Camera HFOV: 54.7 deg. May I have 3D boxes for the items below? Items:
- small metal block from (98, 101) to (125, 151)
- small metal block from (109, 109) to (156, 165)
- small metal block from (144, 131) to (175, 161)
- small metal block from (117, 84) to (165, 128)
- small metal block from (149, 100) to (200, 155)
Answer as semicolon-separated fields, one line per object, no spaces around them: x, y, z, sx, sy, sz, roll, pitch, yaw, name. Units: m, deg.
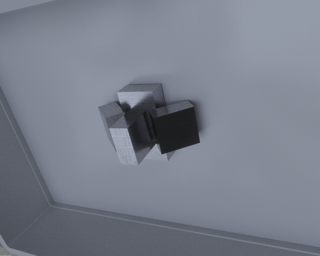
-0.060;-0.003;0.419;0.050;0.025;0.050;-137;29;-60;small metal block
-0.032;0.010;0.380;0.025;0.050;0.050;0;119;27;small metal block
-0.011;0.016;0.421;0.050;0.025;0.050;3;120;27;small metal block
-0.022;-0.028;0.399;0.050;0.025;0.050;2;120;26;small metal block
0.018;-0.001;0.381;0.050;0.025;0.050;-17;117;-8;small metal block
